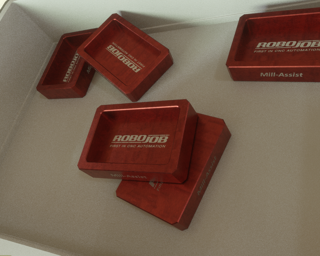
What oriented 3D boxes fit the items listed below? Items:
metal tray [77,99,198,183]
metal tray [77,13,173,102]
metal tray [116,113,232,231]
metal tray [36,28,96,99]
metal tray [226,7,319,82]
[{"bbox_3d":[-0.027,0.015,0.368,0.130,0.030,0.090,-2,61,27],"label":"metal tray"},{"bbox_3d":[-0.056,-0.112,0.480,0.130,0.030,0.090,41,85,25],"label":"metal tray"},{"bbox_3d":[0.017,0.042,0.368,0.090,0.030,0.130,17,70,34],"label":"metal tray"},{"bbox_3d":[-0.156,-0.115,0.555,0.090,0.030,0.130,1,62,28],"label":"metal tray"},{"bbox_3d":[0.157,-0.102,0.382,0.130,0.030,0.090,6,65,31],"label":"metal tray"}]
